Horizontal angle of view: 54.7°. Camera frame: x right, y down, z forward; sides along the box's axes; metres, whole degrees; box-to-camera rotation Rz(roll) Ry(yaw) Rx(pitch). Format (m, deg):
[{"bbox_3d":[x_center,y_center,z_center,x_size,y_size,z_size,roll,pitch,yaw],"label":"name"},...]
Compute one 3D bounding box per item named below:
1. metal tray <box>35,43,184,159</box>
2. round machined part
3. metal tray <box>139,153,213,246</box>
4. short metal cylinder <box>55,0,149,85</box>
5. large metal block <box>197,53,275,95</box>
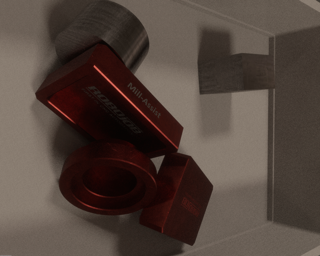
[{"bbox_3d":[-0.049,-0.015,0.321,0.130,0.090,0.030,45,44,-31],"label":"metal tray"},{"bbox_3d":[-0.052,0.049,0.329,0.098,0.098,0.042,42,30,-33],"label":"round machined part"},{"bbox_3d":[0.028,0.094,0.396,0.090,0.030,0.130,-67,151,-18],"label":"metal tray"},{"bbox_3d":[-0.058,-0.081,0.319,0.080,0.080,0.050,48,51,-30],"label":"short metal cylinder"},{"bbox_3d":[0.116,-0.080,0.470,0.081,0.080,0.050,-8,96,-40],"label":"large metal block"}]
